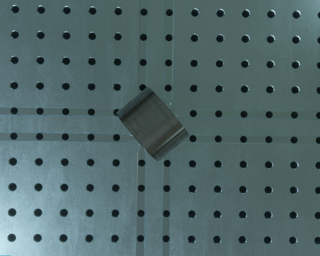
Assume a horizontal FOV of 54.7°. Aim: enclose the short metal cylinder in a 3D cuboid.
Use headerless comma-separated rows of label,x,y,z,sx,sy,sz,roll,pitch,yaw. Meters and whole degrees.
short metal cylinder,-0.009,-0.005,0.385,0.050,0.080,0.080,-40,91,0
